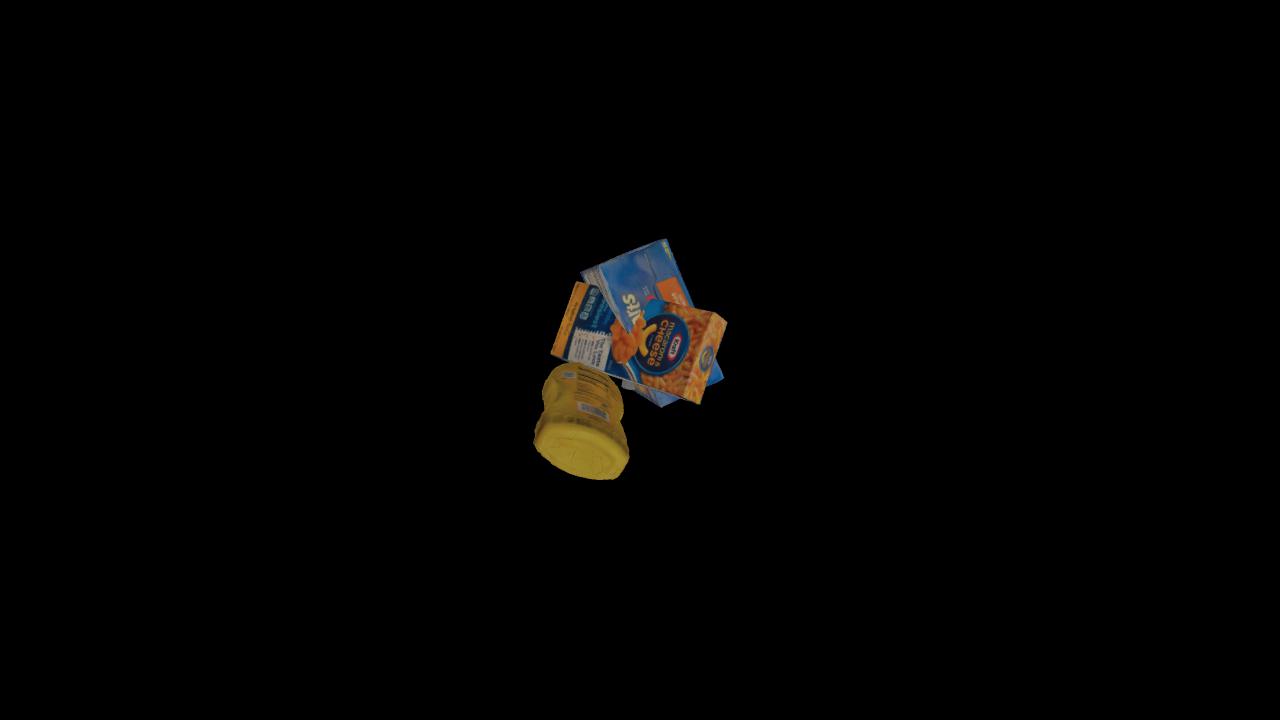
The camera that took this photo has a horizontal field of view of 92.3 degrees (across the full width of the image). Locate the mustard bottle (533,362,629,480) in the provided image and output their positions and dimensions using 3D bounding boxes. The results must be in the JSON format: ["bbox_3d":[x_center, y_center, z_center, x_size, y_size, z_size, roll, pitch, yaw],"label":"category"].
[{"bbox_3d":[-0.058,0.045,0.642,0.092,0.054,0.184,19,24,-13],"label":"mustard bottle"}]

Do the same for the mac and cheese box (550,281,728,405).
[{"bbox_3d":[-0.006,-0.022,0.660,0.184,0.093,0.041,16,-7,34],"label":"mac and cheese box"}]

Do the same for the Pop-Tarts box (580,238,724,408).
[{"bbox_3d":[0.009,-0.044,0.714,0.083,0.167,0.141,-26,10,-10],"label":"Pop-Tarts box"}]

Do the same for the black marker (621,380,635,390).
[{"bbox_3d":[-0.002,-0.023,0.753,0.020,0.121,0.020,11,11,-2],"label":"black marker"}]
